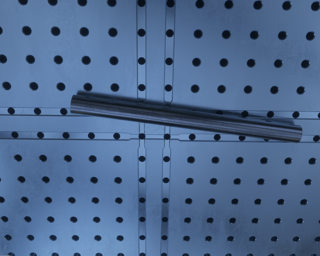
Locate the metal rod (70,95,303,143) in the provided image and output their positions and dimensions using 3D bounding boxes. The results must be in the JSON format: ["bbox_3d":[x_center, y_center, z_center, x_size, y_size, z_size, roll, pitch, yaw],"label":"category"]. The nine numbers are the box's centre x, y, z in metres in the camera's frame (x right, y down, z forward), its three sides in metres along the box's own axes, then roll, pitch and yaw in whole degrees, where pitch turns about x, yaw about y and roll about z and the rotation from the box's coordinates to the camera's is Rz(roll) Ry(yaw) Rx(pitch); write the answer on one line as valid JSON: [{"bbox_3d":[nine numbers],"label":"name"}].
[{"bbox_3d":[0.037,-0.011,0.409,0.302,0.025,0.025,7,110,-4],"label":"metal rod"}]
